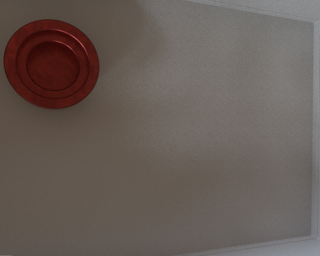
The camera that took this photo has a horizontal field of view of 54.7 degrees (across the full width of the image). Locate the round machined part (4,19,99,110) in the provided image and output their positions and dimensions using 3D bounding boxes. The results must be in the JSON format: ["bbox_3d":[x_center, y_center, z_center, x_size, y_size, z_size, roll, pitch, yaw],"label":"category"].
[{"bbox_3d":[-0.123,-0.070,0.356,0.099,0.042,0.097,0,90,-21],"label":"round machined part"}]
